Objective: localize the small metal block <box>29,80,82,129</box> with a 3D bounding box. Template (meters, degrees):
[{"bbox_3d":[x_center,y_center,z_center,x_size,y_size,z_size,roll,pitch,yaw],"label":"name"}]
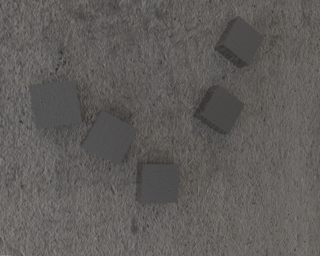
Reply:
[{"bbox_3d":[-0.122,-0.027,0.364,0.050,0.025,0.050,-10,93,-20],"label":"small metal block"}]

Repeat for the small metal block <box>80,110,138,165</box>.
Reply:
[{"bbox_3d":[-0.064,0.012,0.385,0.050,0.025,0.050,29,81,-18],"label":"small metal block"}]

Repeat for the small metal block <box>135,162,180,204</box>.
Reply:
[{"bbox_3d":[-0.003,0.071,0.408,0.050,0.025,0.050,3,89,-20],"label":"small metal block"}]

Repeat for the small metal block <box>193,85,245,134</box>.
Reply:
[{"bbox_3d":[0.084,-0.025,0.440,0.050,0.025,0.050,33,79,-17],"label":"small metal block"}]

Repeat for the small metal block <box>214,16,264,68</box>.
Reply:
[{"bbox_3d":[0.115,-0.124,0.451,0.050,0.025,0.050,33,79,-17],"label":"small metal block"}]
